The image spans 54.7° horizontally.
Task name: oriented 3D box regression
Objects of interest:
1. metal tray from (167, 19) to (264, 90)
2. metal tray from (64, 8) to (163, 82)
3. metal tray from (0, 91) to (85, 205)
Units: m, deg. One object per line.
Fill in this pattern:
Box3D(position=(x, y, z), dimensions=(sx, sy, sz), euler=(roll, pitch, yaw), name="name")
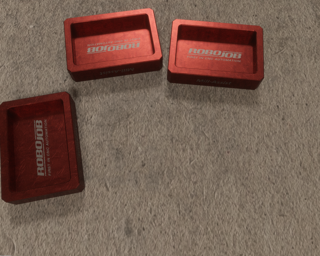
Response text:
Box3D(position=(0.079, -0.106, 0.445), dimensions=(0.131, 0.030, 0.090), euler=(5, 70, 1), name="metal tray")
Box3D(position=(-0.067, -0.121, 0.448), dimensions=(0.131, 0.030, 0.090), euler=(-9, 70, -4), name="metal tray")
Box3D(position=(-0.151, 0.023, 0.394), dimensions=(0.091, 0.030, 0.129), euler=(-10, 70, -4), name="metal tray")
